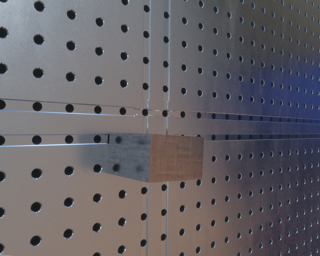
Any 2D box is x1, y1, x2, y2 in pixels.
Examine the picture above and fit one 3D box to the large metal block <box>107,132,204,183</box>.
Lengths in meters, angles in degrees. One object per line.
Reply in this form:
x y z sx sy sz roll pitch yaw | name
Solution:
-0.006 0.033 0.371 0.081 0.080 0.050 5 87 -40 | large metal block
